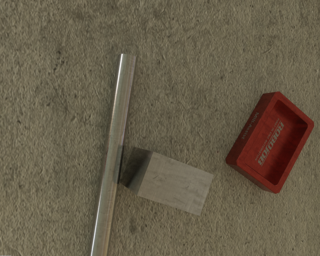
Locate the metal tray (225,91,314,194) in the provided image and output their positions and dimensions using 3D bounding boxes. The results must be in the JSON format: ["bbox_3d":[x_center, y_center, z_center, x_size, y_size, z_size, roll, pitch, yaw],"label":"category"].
[{"bbox_3d":[0.169,0.021,0.470,0.090,0.030,0.130,36,78,-17],"label":"metal tray"}]

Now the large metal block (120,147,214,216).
[{"bbox_3d":[0.005,0.063,0.383,0.080,0.080,0.050,23,83,-19],"label":"large metal block"}]

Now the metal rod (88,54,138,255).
[{"bbox_3d":[-0.062,0.057,0.386,0.025,0.025,0.298,9,87,-20],"label":"metal rod"}]
